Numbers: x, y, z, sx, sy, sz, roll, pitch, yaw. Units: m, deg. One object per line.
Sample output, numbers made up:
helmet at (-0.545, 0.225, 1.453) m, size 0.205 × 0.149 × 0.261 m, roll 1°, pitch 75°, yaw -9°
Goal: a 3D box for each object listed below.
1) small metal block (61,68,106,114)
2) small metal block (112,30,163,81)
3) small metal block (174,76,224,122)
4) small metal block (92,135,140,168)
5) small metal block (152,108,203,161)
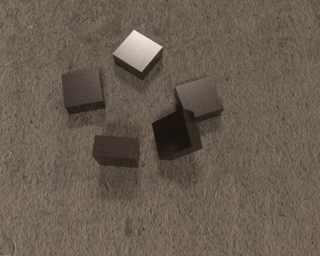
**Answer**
small metal block at (-0.104, -0.050, 0.425) m, size 0.050 × 0.025 × 0.050 m, roll -10°, pitch 70°, yaw -4°
small metal block at (-0.031, -0.105, 0.446) m, size 0.050 × 0.025 × 0.050 m, roll 33°, pitch 73°, yaw 11°
small metal block at (0.052, -0.037, 0.422) m, size 0.050 × 0.025 × 0.050 m, roll -17°, pitch 71°, yaw -7°
small metal block at (-0.052, 0.030, 0.383) m, size 0.050 × 0.050 × 0.025 m, roll 4°, pitch 70°, yaw 1°
small metal block at (0.021, 0.009, 0.391) m, size 0.050 × 0.025 × 0.050 m, roll -26°, pitch 67°, yaw 33°
